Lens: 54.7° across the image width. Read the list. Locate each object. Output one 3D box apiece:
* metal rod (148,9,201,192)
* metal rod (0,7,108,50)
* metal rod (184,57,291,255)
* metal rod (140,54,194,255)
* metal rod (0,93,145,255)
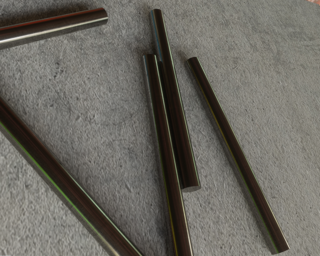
[{"bbox_3d":[0.016,-0.056,0.446,0.025,0.025,0.299,5,60,-26],"label":"metal rod"},{"bbox_3d":[-0.188,-0.106,0.366,0.302,0.025,0.025,-30,79,-38],"label":"metal rod"},{"bbox_3d":[0.101,0.025,0.442,0.025,0.025,0.299,-8,66,-32],"label":"metal rod"},{"bbox_3d":[0.006,0.031,0.387,0.025,0.025,0.299,5,60,-26],"label":"metal rod"},{"bbox_3d":[-0.099,0.055,0.316,0.300,0.025,0.025,47,51,4],"label":"metal rod"}]
